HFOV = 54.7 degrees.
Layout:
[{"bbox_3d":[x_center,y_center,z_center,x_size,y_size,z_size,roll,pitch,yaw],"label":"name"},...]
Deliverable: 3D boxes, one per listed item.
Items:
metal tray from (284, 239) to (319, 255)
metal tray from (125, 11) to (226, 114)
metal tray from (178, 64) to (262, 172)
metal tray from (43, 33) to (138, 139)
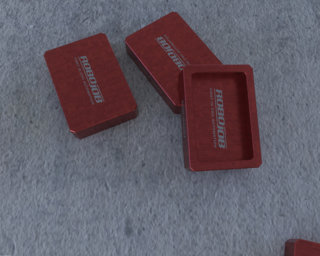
[{"bbox_3d":[0.181,0.197,0.336,0.090,0.030,0.130,12,70,4],"label":"metal tray"},{"bbox_3d":[0.022,-0.095,0.440,0.090,0.030,0.130,-33,74,-12],"label":"metal tray"},{"bbox_3d":[0.074,-0.013,0.389,0.091,0.030,0.129,-2,83,-9],"label":"metal tray"},{"bbox_3d":[-0.095,-0.060,0.426,0.091,0.030,0.130,-22,72,-8],"label":"metal tray"}]
